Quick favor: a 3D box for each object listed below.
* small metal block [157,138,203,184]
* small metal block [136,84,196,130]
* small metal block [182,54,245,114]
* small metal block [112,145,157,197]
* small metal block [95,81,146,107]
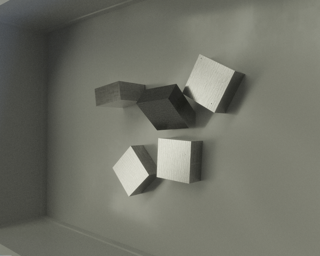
[{"bbox_3d":[0.024,0.039,0.387,0.050,0.025,0.050,4,93,40],"label":"small metal block"},{"bbox_3d":[0.008,-0.024,0.382,0.050,0.050,0.025,-5,45,40],"label":"small metal block"},{"bbox_3d":[0.061,-0.051,0.357,0.050,0.025,0.050,36,112,34],"label":"small metal block"},{"bbox_3d":[-0.033,0.059,0.435,0.050,0.025,0.050,-50,61,28],"label":"small metal block"},{"bbox_3d":[-0.055,-0.046,0.436,0.050,0.050,0.025,-10,84,39],"label":"small metal block"}]
